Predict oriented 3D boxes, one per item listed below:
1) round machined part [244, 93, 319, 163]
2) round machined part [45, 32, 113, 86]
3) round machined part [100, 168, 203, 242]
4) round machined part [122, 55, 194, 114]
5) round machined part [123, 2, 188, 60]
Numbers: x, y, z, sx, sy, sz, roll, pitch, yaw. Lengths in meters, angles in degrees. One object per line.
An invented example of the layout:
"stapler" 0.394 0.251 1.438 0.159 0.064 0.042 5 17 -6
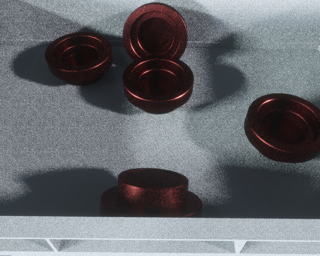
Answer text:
"round machined part" 0.156 0.004 0.393 0.099 0.042 0.098 0 50 0
"round machined part" -0.122 -0.103 0.479 0.099 0.042 0.098 0 50 0
"round machined part" -0.008 0.068 0.302 0.099 0.042 0.098 4 7 0
"round machined part" -0.003 -0.058 0.443 0.099 0.042 0.098 0 50 0
"round machined part" -0.006 -0.145 0.485 0.099 0.097 0.042 4 27 3
